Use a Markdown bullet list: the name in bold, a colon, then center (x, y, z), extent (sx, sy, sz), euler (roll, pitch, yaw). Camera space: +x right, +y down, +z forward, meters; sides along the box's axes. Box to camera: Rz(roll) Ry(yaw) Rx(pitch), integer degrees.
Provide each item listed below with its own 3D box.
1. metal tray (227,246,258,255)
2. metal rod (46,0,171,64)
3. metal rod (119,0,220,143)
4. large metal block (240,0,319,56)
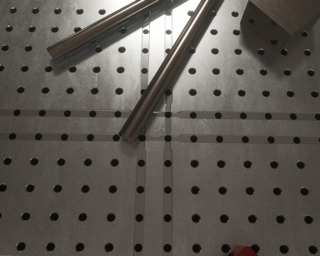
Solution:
- **metal tray**: center (0.073, 0.204, 0.335), extent (0.131, 0.030, 0.090), euler (-35, 74, -12)
- **metal rod**: center (-0.033, -0.184, 0.478), extent (0.301, 0.025, 0.025), euler (-33, 74, -12)
- **metal rod**: center (0.028, -0.110, 0.452), extent (0.025, 0.025, 0.300), euler (27, 72, 9)
- **large metal block**: center (0.183, -0.170, 0.463), extent (0.080, 0.050, 0.080), euler (-39, 75, -13)
